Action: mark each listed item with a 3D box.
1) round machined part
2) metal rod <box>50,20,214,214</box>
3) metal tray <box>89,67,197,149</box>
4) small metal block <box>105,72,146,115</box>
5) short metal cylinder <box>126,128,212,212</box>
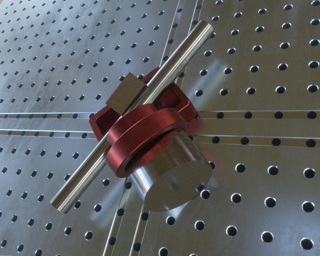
[{"bbox_3d":[-0.020,0.010,0.351,0.098,0.098,0.042,-39,73,1],"label":"round machined part"},{"bbox_3d":[-0.030,-0.021,0.396,0.025,0.025,0.300,32,79,37],"label":"metal rod"},{"bbox_3d":[-0.027,-0.015,0.426,0.130,0.030,0.090,-37,51,3],"label":"metal tray"},{"bbox_3d":[-0.042,-0.044,0.412,0.025,0.050,0.050,38,93,1],"label":"small metal block"},{"bbox_3d":[0.009,0.046,0.337,0.080,0.080,0.050,-37,51,3],"label":"short metal cylinder"}]
